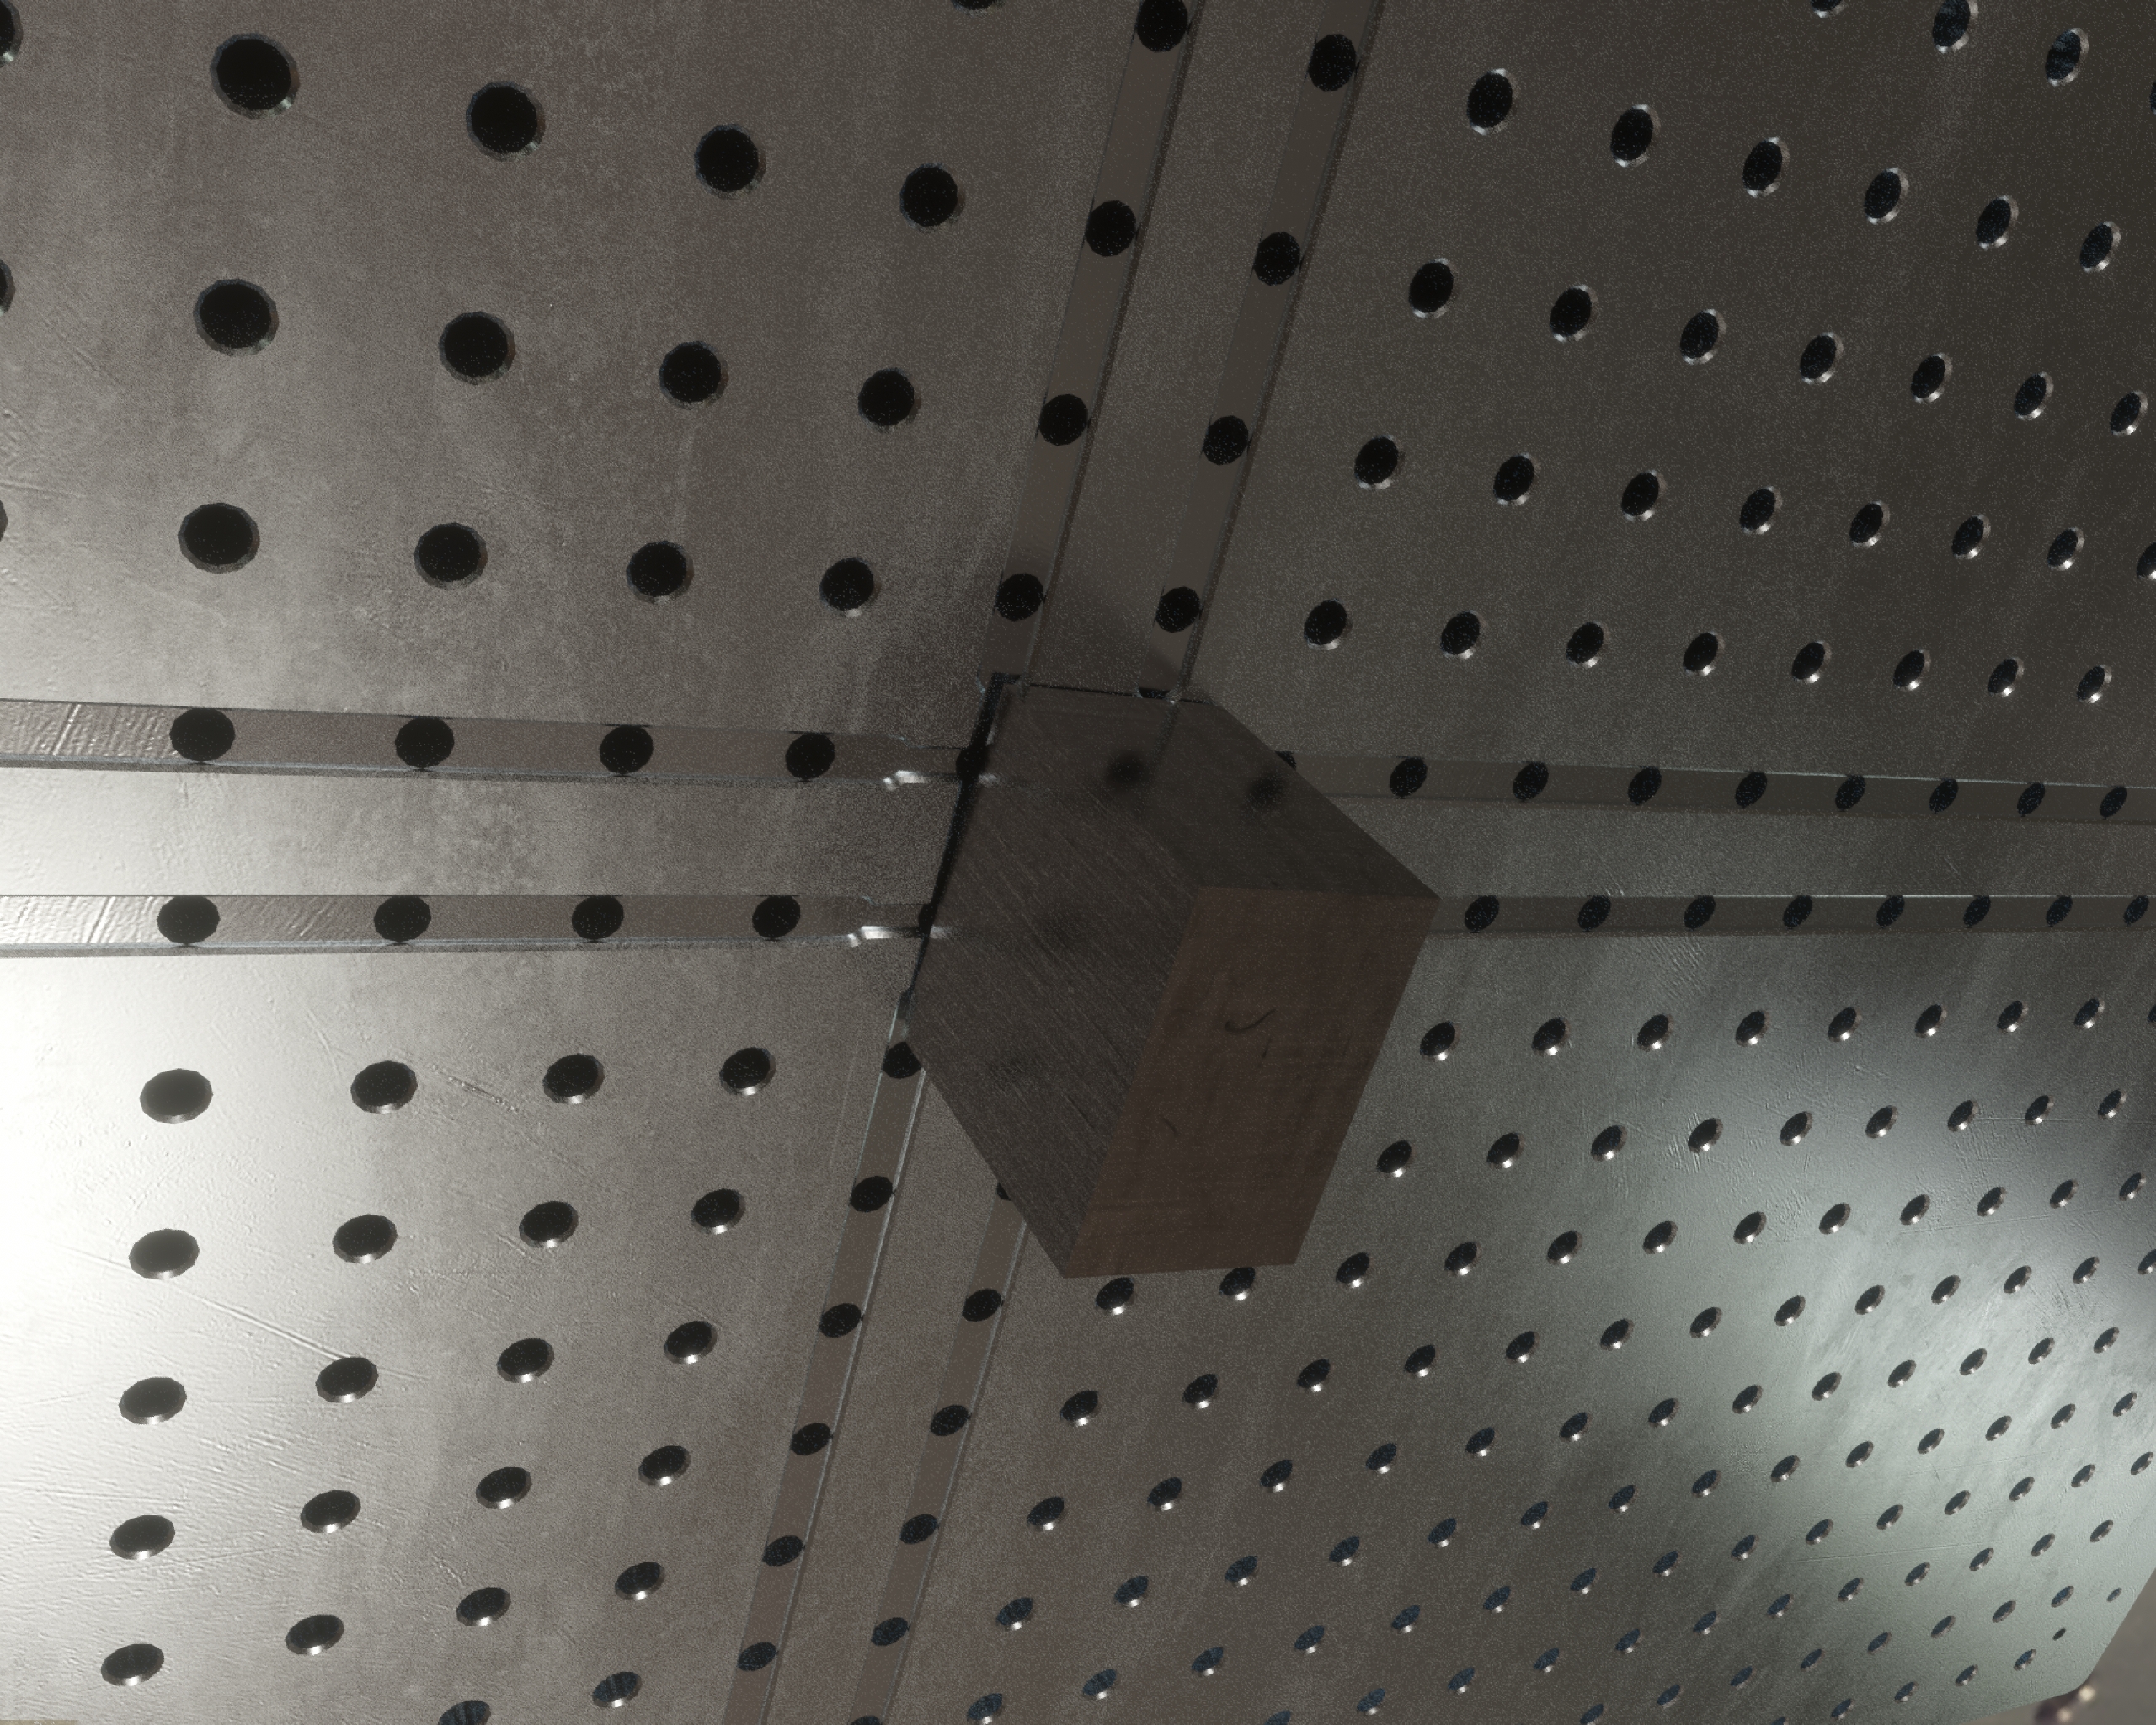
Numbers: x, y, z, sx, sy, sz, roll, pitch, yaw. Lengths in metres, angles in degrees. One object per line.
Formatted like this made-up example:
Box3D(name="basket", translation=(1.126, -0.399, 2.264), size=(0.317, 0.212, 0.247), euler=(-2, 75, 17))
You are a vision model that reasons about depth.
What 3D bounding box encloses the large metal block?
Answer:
Box3D(name="large metal block", translation=(0.013, 0.021, 0.396), size=(0.050, 0.080, 0.079), euler=(3, 117, -30))
